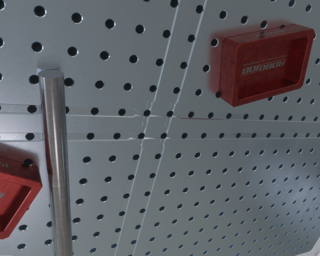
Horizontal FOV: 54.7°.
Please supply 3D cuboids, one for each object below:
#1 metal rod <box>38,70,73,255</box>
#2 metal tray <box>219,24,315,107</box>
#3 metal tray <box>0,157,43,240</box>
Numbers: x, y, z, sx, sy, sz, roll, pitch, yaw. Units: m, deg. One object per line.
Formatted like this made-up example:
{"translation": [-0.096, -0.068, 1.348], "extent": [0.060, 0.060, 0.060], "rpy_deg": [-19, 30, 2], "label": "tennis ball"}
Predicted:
{"translation": [-0.126, 0.074, 0.388], "extent": [0.025, 0.025, 0.298], "rpy_deg": [-8, 122, -25], "label": "metal rod"}
{"translation": [0.149, -0.088, 0.434], "extent": [0.131, 0.030, 0.089], "rpy_deg": [-16, 125, -20], "label": "metal tray"}
{"translation": [-0.210, 0.069, 0.335], "extent": [0.131, 0.030, 0.090], "rpy_deg": [27, 103, -38], "label": "metal tray"}
